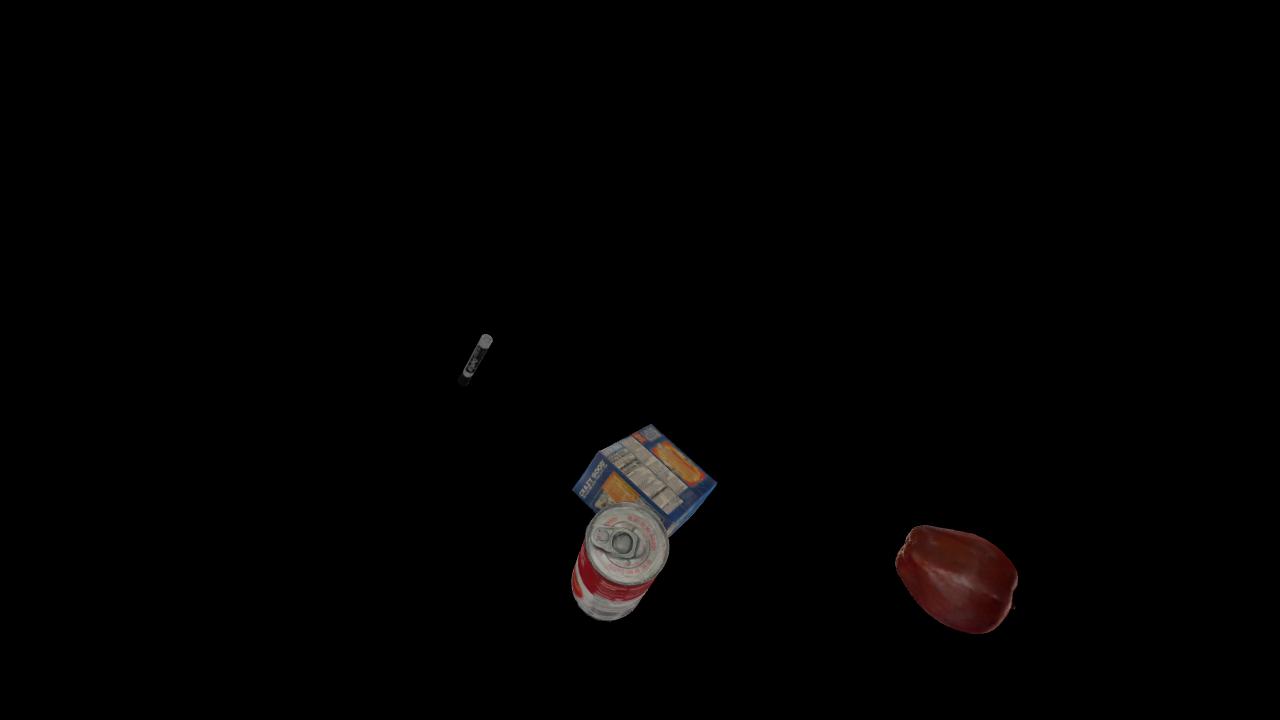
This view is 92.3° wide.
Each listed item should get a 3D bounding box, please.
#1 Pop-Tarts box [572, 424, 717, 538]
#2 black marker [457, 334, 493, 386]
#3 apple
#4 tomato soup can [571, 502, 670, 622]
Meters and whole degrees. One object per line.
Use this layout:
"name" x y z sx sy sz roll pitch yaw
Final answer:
"Pop-Tarts box" 0.011 0.184 0.892 0.141 0.083 0.167 41 23 16
"black marker" -0.266 0.003 0.987 0.020 0.020 0.121 0 -37 -39
"apple" 0.263 0.181 0.512 0.093 0.079 0.079 29 13 24
"tomato soup can" -0.019 0.172 0.516 0.068 0.068 0.101 0 -38 -14
